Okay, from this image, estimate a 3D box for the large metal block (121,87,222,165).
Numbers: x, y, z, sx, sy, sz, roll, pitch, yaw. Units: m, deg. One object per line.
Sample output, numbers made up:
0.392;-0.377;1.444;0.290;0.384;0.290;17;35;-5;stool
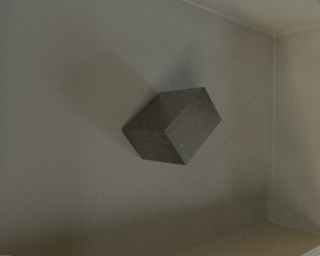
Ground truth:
0.014;-0.004;0.381;0.080;0.080;0.050;-47;119;-30;large metal block
